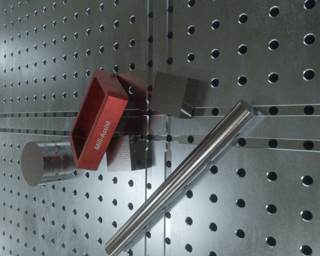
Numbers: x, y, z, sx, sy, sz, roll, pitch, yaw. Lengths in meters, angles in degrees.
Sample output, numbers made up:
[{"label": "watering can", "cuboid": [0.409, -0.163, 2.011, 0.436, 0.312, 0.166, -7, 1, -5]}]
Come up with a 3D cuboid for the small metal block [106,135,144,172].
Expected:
[{"label": "small metal block", "cuboid": [-0.052, 0.037, 0.453, 0.050, 0.025, 0.050, -8, 85, 39]}]

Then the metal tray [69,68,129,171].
[{"label": "metal tray", "cuboid": [-0.096, -0.013, 0.465, 0.129, 0.030, 0.090, -63, 34, 21]}]

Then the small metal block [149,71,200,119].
[{"label": "small metal block", "cuboid": [0.018, -0.042, 0.395, 0.050, 0.025, 0.050, 20, 103, 38]}]

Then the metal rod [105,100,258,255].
[{"label": "metal rod", "cuboid": [0.011, 0.081, 0.399, 0.298, 0.025, 0.025, -51, 60, 28]}]

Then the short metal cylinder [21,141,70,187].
[{"label": "short metal cylinder", "cuboid": [-0.211, 0.064, 0.568, 0.080, 0.050, 0.080, 0, 90, 40]}]
